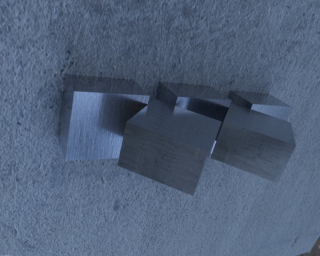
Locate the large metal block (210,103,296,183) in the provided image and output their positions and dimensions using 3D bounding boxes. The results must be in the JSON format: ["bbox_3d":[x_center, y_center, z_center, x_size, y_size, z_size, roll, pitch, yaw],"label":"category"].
[{"bbox_3d":[0.115,0.014,0.385,0.080,0.080,0.050,20,114,11],"label":"large metal block"}]

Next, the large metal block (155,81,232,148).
[{"bbox_3d":[0.035,-0.012,0.406,0.081,0.050,0.079,1,118,-29],"label":"large metal block"}]

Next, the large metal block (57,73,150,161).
[{"bbox_3d":[-0.066,-0.012,0.350,0.081,0.050,0.079,0,118,-29],"label":"large metal block"}]

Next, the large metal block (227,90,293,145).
[{"bbox_3d":[0.137,-0.008,0.465,0.081,0.050,0.079,1,118,-30],"label":"large metal block"}]

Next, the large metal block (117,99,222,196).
[{"bbox_3d":[0.013,0.015,0.326,0.080,0.080,0.050,-47,155,-62],"label":"large metal block"}]
